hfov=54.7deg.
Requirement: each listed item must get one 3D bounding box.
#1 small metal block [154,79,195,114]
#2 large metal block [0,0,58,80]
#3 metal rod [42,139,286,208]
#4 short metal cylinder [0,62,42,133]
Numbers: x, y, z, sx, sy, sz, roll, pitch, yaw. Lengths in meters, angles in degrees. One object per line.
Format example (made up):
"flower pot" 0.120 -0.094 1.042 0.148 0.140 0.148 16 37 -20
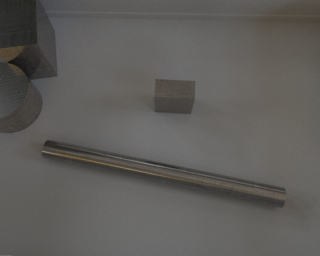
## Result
"small metal block" 0.019 -0.041 0.412 0.050 0.050 0.025 3 70 1
"large metal block" -0.179 -0.122 0.423 0.050 0.080 0.080 -9 70 -4
"metal rod" 0.002 0.056 0.389 0.302 0.025 0.025 11 70 3
"short metal cylinder" -0.204 -0.039 0.408 0.081 0.050 0.080 0 70 0
